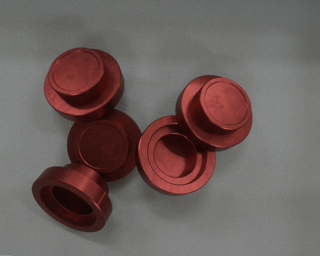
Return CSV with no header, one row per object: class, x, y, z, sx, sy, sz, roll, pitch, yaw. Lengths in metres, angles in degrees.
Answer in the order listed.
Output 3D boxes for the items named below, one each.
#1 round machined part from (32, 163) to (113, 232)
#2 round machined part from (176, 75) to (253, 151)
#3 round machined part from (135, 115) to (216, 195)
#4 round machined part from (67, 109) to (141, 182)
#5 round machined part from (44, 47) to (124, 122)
round machined part,-0.103,0.082,0.385,0.098,0.042,0.097,13,132,15
round machined part,0.072,-0.023,0.384,0.099,0.042,0.098,7,68,-16
round machined part,0.017,0.036,0.391,0.099,0.042,0.098,5,71,-15
round machined part,-0.072,0.022,0.402,0.099,0.042,0.097,0,90,0
round machined part,-0.097,-0.060,0.384,0.099,0.042,0.098,-3,65,6
